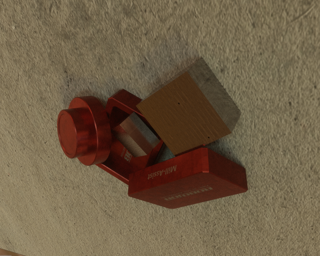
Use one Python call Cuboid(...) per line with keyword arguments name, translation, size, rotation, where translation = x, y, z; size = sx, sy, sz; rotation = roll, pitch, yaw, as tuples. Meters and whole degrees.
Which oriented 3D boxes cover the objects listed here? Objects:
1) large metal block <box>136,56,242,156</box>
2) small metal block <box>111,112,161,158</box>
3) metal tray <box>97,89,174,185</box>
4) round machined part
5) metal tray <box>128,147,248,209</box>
Cuboid(name="large metal block", translation=(0.034, -0.022, 0.361), size=(0.080, 0.050, 0.080), rotation=(-30, 102, 38))
Cuboid(name="small metal block", translation=(-0.034, 0.010, 0.403), size=(0.050, 0.025, 0.050), rotation=(48, 157, -9))
Cuboid(name="metal tray", translation=(-0.041, 0.021, 0.439), size=(0.090, 0.030, 0.129), rotation=(30, 128, 8))
Cuboid(name="round machined part", translation=(-0.111, 0.006, 0.432), size=(0.098, 0.042, 0.097), rotation=(17, 112, 49))
Cuboid(name="metal tray", translation=(0.033, 0.070, 0.401), size=(0.130, 0.030, 0.090), rotation=(-25, 141, 37))
